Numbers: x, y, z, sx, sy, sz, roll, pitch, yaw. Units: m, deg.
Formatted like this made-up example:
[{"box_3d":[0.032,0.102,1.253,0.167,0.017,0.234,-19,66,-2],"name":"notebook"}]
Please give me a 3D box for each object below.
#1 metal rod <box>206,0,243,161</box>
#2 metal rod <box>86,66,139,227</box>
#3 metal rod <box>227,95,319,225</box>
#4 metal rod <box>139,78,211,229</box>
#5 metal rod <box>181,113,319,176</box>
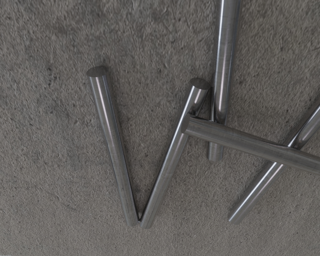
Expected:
[{"box_3d":[0.071,-0.075,0.343,0.025,0.025,0.298,-2,130,1],"name":"metal rod"},{"box_3d":[-0.060,0.049,0.448,0.025,0.025,0.298,-3,130,3],"name":"metal rod"},{"box_3d":[0.174,0.050,0.451,0.025,0.025,0.298,13,129,-11],"name":"metal rod"},{"box_3d":[0.011,0.058,0.456,0.025,0.025,0.298,11,129,-9],"name":"metal rod"},{"box_3d":[0.170,0.038,0.406,0.302,0.025,0.025,17,128,-15],"name":"metal rod"}]
